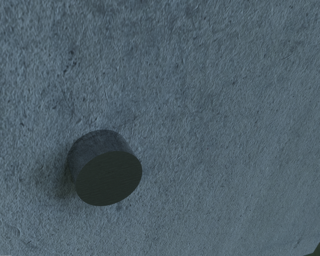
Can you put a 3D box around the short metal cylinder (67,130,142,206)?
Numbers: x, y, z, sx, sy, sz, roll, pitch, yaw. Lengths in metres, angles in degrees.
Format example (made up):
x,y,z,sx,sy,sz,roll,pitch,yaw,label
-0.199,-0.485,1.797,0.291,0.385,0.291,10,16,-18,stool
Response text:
x,y,z,sx,sy,sz,roll,pitch,yaw,label
-0.069,0.049,0.383,0.081,0.050,0.080,-14,124,-21,short metal cylinder
